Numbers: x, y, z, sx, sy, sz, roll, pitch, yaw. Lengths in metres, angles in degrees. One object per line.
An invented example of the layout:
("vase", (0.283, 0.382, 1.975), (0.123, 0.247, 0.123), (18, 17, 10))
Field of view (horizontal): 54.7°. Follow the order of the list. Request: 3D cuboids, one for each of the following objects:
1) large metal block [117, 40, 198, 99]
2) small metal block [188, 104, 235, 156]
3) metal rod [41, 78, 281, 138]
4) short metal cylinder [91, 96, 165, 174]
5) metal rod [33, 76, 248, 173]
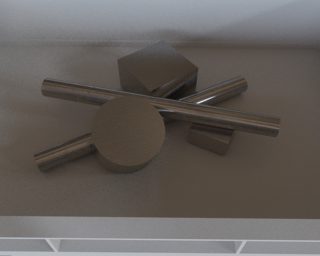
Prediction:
("large metal block", (-0.004, -0.073, 0.448), (0.081, 0.050, 0.080), (-29, 56, -23))
("small metal block", (0.070, 0.001, 0.401), (0.050, 0.025, 0.050), (21, 53, 16))
("metal rod", (-0.005, -0.028, 0.394), (0.301, 0.025, 0.025), (10, 51, 8))
("short metal cylinder", (-0.039, 0.009, 0.360), (0.081, 0.050, 0.080), (4, 71, -11))
("metal rod", (-0.012, -0.012, 0.413), (0.302, 0.025, 0.025), (-22, 54, -18))
